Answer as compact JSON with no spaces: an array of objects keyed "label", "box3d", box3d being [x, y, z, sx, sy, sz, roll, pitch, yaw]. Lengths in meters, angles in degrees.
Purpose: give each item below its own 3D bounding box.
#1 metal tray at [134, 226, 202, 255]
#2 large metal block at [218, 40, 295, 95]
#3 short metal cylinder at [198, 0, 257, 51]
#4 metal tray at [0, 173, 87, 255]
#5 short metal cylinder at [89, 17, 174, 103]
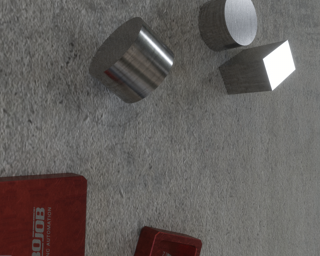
[{"label":"metal tray","box3d":[0.001,0.202,0.402,0.090,0.030,0.130,26,74,-37]},{"label":"large metal block","box3d":[0.157,-0.097,0.500,0.080,0.080,0.050,-37,113,-34]},{"label":"short metal cylinder","box3d":[0.105,-0.162,0.476,0.081,0.050,0.079,0,90,-40]},{"label":"metal tray","box3d":[-0.121,0.112,0.301,0.091,0.030,0.129,3,88,-40]},{"label":"short metal cylinder","box3d":[-0.032,-0.074,0.342,0.050,0.080,0.080,40,66,-33]}]
